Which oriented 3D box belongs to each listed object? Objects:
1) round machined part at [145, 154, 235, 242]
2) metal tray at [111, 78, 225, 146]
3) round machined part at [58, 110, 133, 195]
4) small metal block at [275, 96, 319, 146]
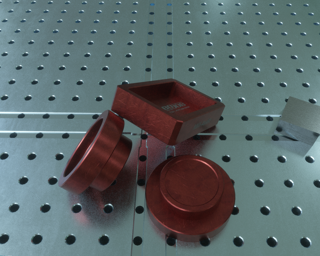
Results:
[{"bbox_3d":[0.033,0.068,0.339,0.099,0.042,0.098,0,50,0],"label":"round machined part"},{"bbox_3d":[0.015,-0.026,0.386,0.090,0.030,0.131,31,26,23],"label":"metal tray"},{"bbox_3d":[-0.067,0.031,0.346,0.042,0.098,0.098,34,49,-18],"label":"round machined part"},{"bbox_3d":[0.190,-0.011,0.418,0.050,0.025,0.050,23,54,18],"label":"small metal block"}]
